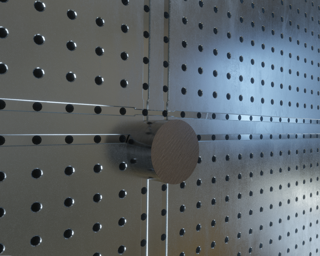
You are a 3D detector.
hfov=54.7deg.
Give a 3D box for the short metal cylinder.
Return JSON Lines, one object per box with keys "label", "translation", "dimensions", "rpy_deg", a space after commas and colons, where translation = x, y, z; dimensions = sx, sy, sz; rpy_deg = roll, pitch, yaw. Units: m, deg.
{"label": "short metal cylinder", "translation": [0.004, 0.029, 0.399], "dimensions": [0.081, 0.050, 0.079], "rpy_deg": [0, 90, -40]}
